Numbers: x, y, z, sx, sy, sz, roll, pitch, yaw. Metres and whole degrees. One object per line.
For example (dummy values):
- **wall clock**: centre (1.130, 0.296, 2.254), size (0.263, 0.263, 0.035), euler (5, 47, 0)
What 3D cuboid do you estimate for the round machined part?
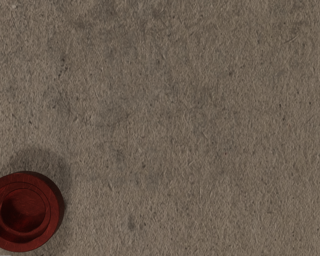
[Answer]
- **round machined part**: centre (-0.172, 0.104, 0.399), size (0.099, 0.042, 0.097), euler (0, 90, -1)
